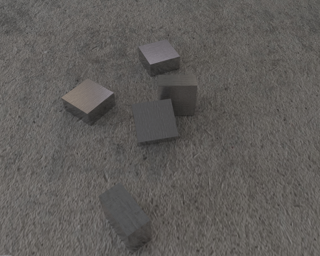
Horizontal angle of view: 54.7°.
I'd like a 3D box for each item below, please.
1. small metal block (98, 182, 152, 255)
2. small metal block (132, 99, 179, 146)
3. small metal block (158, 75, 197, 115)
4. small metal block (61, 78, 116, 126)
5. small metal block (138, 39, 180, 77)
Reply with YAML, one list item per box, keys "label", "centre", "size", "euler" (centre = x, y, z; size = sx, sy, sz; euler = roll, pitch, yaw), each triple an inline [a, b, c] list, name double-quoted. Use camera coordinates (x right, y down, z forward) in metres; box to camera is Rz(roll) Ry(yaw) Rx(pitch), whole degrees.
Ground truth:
- label: "small metal block"
  centre: [-0.034, 0.091, 0.310]
  size: [0.025, 0.050, 0.050]
  euler: [-31, 57, -23]
- label: "small metal block"
  centre: [-0.007, -0.007, 0.397]
  size: [0.050, 0.025, 0.050]
  euler: [-9, 75, -8]
- label: "small metal block"
  centre: [0.023, -0.044, 0.422]
  size: [0.050, 0.050, 0.025]
  euler: [0, 43, 0]
- label: "small metal block"
  centre: [-0.099, -0.037, 0.433]
  size: [0.050, 0.025, 0.050]
  euler: [30, 56, 23]
- label: "small metal block"
  centre: [-0.002, -0.113, 0.498]
  size: [0.050, 0.025, 0.050]
  euler: [-19, 53, -15]
